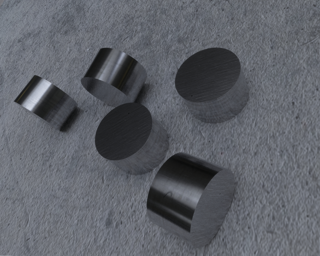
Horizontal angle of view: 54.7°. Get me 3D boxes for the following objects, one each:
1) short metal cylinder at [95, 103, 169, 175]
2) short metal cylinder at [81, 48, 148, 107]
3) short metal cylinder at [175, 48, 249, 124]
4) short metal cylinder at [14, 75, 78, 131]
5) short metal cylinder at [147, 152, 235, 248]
[{"bbox_3d":[-0.035,0.014,0.398,0.080,0.050,0.080,-13,56,21],"label":"short metal cylinder"},{"bbox_3d":[-0.065,-0.069,0.445,0.080,0.080,0.050,12,68,33],"label":"short metal cylinder"},{"bbox_3d":[0.065,-0.052,0.386,0.080,0.050,0.080,-13,56,21],"label":"short metal cylinder"},{"bbox_3d":[-0.177,-0.038,0.486,0.080,0.080,0.050,22,74,36],"label":"short metal cylinder"},{"bbox_3d":[0.032,0.070,0.309,0.050,0.080,0.080,19,72,35],"label":"short metal cylinder"}]
